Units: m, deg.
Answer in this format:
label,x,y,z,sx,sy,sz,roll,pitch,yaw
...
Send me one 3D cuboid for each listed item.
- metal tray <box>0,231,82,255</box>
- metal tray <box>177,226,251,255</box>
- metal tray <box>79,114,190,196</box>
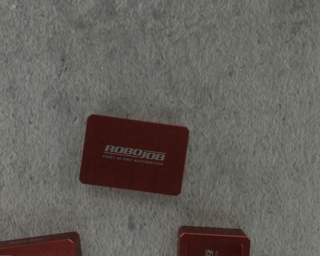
label,x,y,z,sx,sy,sz,roll,pitch,yaw
metal tray,-0.169,0.192,0.405,0.131,0.030,0.089,-7,90,-1
metal tray,0.066,0.200,0.408,0.091,0.030,0.129,4,90,-1
metal tray,-0.033,0.034,0.407,0.131,0.030,0.089,8,90,-1
